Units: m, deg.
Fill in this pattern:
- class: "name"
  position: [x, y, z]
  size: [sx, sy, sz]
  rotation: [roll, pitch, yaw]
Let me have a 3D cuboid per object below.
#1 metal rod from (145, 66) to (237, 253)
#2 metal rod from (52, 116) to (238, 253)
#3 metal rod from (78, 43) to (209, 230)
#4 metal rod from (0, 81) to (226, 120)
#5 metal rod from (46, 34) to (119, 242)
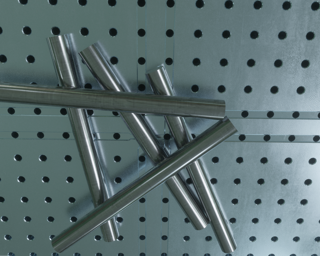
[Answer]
- class: "metal rod"
  position: [0.050, 0.057, 0.435]
  size: [0.025, 0.025, 0.299]
  rotation: [-22, 109, 7]
- class: "metal rod"
  position: [-0.028, 0.081, 0.416]
  size: [0.300, 0.025, 0.025]
  rotation: [-36, 107, 12]
- class: "metal rod"
  position: [-0.013, 0.024, 0.421]
  size: [0.025, 0.025, 0.299]
  rotation: [-29, 108, 10]
- class: "metal rod"
  position: [-0.073, -0.034, 0.373]
  size: [0.302, 0.025, 0.025]
  rotation: [5, 110, -3]
- class: "metal rod"
  position: [-0.099, 0.028, 0.422]
  size: [0.025, 0.025, 0.298]
  rotation: [-9, 110, 3]
